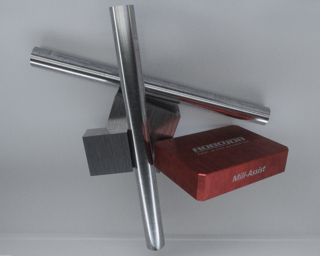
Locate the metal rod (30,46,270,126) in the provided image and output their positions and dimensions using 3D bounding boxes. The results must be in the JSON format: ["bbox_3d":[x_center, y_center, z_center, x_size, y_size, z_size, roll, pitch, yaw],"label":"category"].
[{"bbox_3d":[-0.007,-0.051,0.392,0.302,0.025,0.025,14,110,-6],"label":"metal rod"}]

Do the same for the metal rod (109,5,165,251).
[{"bbox_3d":[-0.022,0.016,0.362,0.025,0.025,0.298,-6,110,2],"label":"metal rod"}]

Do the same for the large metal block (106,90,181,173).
[{"bbox_3d":[-0.026,0.002,0.397,0.080,0.050,0.079,17,109,-7],"label":"large metal block"}]

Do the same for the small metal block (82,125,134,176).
[{"bbox_3d":[-0.059,0.026,0.365,0.050,0.025,0.050,-6,110,1],"label":"small metal block"}]

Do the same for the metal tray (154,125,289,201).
[{"bbox_3d":[0.070,0.034,0.360,0.131,0.090,0.030,-11,114,-30],"label":"metal tray"}]
